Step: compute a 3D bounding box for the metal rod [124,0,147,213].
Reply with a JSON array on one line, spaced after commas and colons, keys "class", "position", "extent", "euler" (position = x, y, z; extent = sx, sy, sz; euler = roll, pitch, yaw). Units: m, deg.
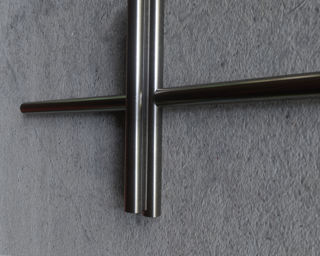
[{"class": "metal rod", "position": [-0.032, -0.041, 0.405], "extent": [0.025, 0.025, 0.298], "euler": [2, 91, 39]}]

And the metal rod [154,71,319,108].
[{"class": "metal rod", "position": [0.117, -0.040, 0.309], "extent": [0.300, 0.025, 0.025], "euler": [0, 90, 39]}]

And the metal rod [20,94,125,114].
[{"class": "metal rod", "position": [-0.154, -0.038, 0.530], "extent": [0.300, 0.025, 0.025], "euler": [1, 91, 39]}]

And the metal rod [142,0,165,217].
[{"class": "metal rod", "position": [-0.009, -0.033, 0.413], "extent": [0.025, 0.025, 0.298], "euler": [2, 91, 39]}]

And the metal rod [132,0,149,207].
[{"class": "metal rod", "position": [-0.028, -0.039, 0.428], "extent": [0.025, 0.025, 0.298], "euler": [2, 91, 39]}]
